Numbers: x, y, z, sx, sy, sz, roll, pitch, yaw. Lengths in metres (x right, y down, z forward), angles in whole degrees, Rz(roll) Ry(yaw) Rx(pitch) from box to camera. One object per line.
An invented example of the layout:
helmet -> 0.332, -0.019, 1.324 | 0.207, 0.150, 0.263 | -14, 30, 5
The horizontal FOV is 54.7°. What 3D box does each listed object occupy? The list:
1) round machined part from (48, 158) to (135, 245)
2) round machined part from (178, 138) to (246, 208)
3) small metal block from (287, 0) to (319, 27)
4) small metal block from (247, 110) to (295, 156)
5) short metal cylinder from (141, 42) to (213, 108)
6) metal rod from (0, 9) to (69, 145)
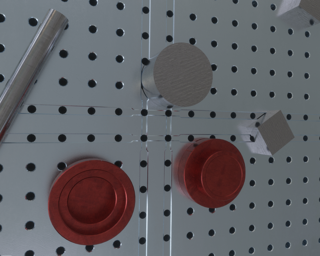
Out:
round machined part -> -0.083, 0.085, 0.373 | 0.099, 0.042, 0.097 | 0, 90, -20
round machined part -> 0.079, 0.064, 0.432 | 0.099, 0.042, 0.097 | 0, 90, -20
small metal block -> 0.241, -0.201, 0.501 | 0.050, 0.025, 0.050 | 26, 82, -18
small metal block -> 0.170, 0.007, 0.475 | 0.050, 0.025, 0.050 | -34, 101, -17
short metal cylinder -> 0.021, -0.066, 0.407 | 0.081, 0.050, 0.080 | 0, 90, -20
metal rod -> -0.183, 0.000, 0.344 | 0.025, 0.025, 0.299 | 28, 81, -18
